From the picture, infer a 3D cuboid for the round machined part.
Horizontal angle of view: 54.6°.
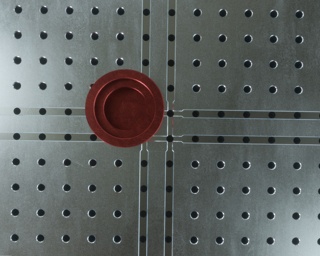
[{"bbox_3d":[-0.044,-0.025,0.405,0.099,0.042,0.097,0,90,0],"label":"round machined part"}]
